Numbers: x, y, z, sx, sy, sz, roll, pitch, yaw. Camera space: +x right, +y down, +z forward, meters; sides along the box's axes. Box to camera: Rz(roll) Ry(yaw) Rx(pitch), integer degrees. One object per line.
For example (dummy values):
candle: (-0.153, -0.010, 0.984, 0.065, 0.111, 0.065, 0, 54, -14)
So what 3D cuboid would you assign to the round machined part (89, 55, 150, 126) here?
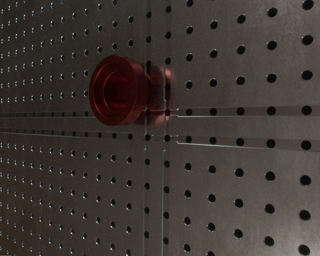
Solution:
round machined part: (-0.053, -0.052, 0.440, 0.098, 0.042, 0.097, 0, 90, 39)
